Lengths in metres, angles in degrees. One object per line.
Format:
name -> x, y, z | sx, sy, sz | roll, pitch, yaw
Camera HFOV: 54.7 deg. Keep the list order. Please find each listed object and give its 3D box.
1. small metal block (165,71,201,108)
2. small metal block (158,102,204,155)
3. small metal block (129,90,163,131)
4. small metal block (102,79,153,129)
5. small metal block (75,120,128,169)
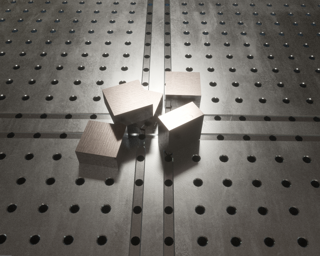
small metal block -> 0.033, -0.057, 0.456 | 0.050, 0.025, 0.050 | 2, 50, 1
small metal block -> 0.025, 0.001, 0.391 | 0.050, 0.050, 0.025 | -25, 55, -20
small metal block -> -0.027, -0.028, 0.431 | 0.050, 0.025, 0.050 | 13, 51, 10
small metal block -> -0.042, -0.032, 0.401 | 0.050, 0.025, 0.050 | -18, 53, -15
small metal block -> -0.072, 0.020, 0.390 | 0.050, 0.025, 0.050 | 8, 50, 6
